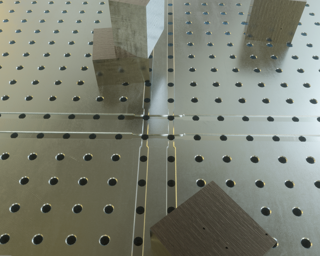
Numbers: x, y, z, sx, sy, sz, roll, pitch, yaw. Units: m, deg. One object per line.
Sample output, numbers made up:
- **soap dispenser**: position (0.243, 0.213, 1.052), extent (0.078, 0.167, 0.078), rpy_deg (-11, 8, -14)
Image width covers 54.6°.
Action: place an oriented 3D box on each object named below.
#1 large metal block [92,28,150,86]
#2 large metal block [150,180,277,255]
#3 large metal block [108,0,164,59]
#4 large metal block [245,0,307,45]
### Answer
- **large metal block**: position (-0.061, -0.115, 0.488), extent (0.080, 0.050, 0.080), rpy_deg (-5, 50, -4)
- **large metal block**: position (0.047, 0.112, 0.298), extent (0.080, 0.050, 0.080), rpy_deg (-31, 57, -24)
- **large metal block**: position (-0.029, -0.159, 0.441), extent (0.050, 0.080, 0.080), rpy_deg (13, 51, 11)
- **large metal block**: position (0.197, -0.198, 0.540), extent (0.080, 0.080, 0.050), rpy_deg (9, 51, 7)
